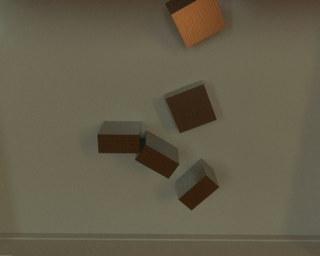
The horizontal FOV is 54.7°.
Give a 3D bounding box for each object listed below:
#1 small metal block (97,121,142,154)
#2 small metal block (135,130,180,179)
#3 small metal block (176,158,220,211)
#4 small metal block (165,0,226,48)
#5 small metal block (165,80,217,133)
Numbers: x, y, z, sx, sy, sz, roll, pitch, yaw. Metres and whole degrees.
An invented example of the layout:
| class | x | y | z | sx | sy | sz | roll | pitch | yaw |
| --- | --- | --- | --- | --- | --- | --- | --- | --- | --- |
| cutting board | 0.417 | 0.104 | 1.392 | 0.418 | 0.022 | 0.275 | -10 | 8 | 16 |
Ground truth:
| class | x | y | z | sx | sy | sz | roll | pitch | yaw |
| --- | --- | --- | --- | --- | --- | --- | --- | --- | --- |
| small metal block | -0.050 | 0.011 | 0.401 | 0.050 | 0.050 | 0.025 | 1 | 110 | 0 |
| small metal block | -0.003 | 0.034 | 0.410 | 0.050 | 0.050 | 0.025 | 31 | 107 | -11 |
| small metal block | 0.050 | 0.076 | 0.426 | 0.025 | 0.050 | 0.050 | 42 | 105 | -14 |
| small metal block | 0.041 | -0.128 | 0.352 | 0.050 | 0.025 | 0.050 | -27 | 140 | 10 |
| small metal block | 0.040 | -0.028 | 0.401 | 0.050 | 0.025 | 0.050 | -21 | 109 | 7 |
